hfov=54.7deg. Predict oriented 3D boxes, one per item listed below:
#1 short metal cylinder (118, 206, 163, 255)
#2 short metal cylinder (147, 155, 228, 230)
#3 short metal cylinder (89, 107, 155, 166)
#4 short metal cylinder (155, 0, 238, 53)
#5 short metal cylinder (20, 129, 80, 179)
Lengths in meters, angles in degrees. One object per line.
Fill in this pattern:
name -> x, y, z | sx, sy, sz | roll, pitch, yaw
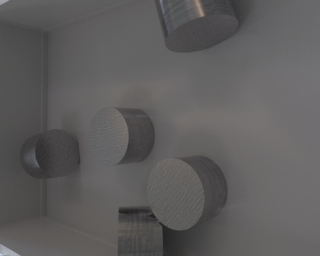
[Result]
short metal cylinder -> -0.026, 0.138, 0.385 | 0.080, 0.050, 0.080 | -178, 88, -83
short metal cylinder -> 0.031, 0.074, 0.365 | 0.080, 0.050, 0.080 | 0, 90, 40
short metal cylinder -> -0.054, 0.011, 0.436 | 0.080, 0.050, 0.080 | 0, 90, 40
short metal cylinder -> 0.039, -0.124, 0.339 | 0.080, 0.081, 0.050 | -21, 77, 38
short metal cylinder -> -0.185, 0.045, 0.524 | 0.050, 0.081, 0.080 | -13, 82, 39
